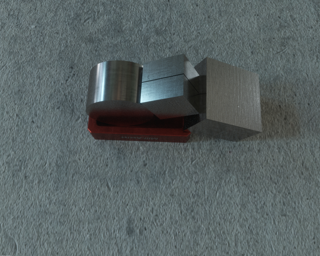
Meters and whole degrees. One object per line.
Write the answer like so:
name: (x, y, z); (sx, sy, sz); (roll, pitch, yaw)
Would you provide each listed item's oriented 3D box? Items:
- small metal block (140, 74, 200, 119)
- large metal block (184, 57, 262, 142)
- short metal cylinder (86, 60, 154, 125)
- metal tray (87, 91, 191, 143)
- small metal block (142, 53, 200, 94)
small metal block: (0.013, -0.033, 0.352); (0.050, 0.050, 0.025); (-8, 67, 25)
large metal block: (0.079, -0.033, 0.393); (0.081, 0.050, 0.080); (12, 68, -23)
short metal cylinder: (-0.047, -0.040, 0.381); (0.081, 0.080, 0.050); (1, 70, 0)
metal tray: (-0.024, -0.029, 0.417); (0.131, 0.030, 0.090); (2, 70, 0)
small metal block: (0.014, -0.058, 0.362); (0.050, 0.050, 0.025); (-8, 67, 25)
